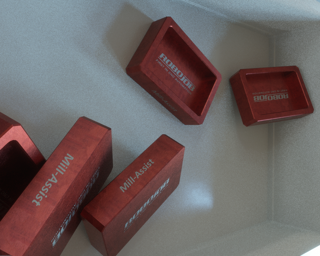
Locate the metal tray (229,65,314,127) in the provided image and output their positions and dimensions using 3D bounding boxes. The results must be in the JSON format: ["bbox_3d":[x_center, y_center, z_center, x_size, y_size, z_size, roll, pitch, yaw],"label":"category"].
[{"bbox_3d":[0.190,-0.056,0.524,0.131,0.030,0.090,-8,76,-24],"label":"metal tray"}]

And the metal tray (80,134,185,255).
[{"bbox_3d":[-0.025,0.077,0.353,0.131,0.030,0.089,-42,153,-32],"label":"metal tray"}]

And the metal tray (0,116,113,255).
[{"bbox_3d":[-0.089,0.064,0.282,0.030,0.090,0.130,24,57,8],"label":"metal tray"}]

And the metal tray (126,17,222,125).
[{"bbox_3d":[0.025,-0.074,0.426,0.130,0.030,0.090,39,66,-33],"label":"metal tray"}]

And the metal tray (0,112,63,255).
[{"bbox_3d":[-0.130,0.057,0.247,0.090,0.030,0.129,-53,158,-28],"label":"metal tray"}]
